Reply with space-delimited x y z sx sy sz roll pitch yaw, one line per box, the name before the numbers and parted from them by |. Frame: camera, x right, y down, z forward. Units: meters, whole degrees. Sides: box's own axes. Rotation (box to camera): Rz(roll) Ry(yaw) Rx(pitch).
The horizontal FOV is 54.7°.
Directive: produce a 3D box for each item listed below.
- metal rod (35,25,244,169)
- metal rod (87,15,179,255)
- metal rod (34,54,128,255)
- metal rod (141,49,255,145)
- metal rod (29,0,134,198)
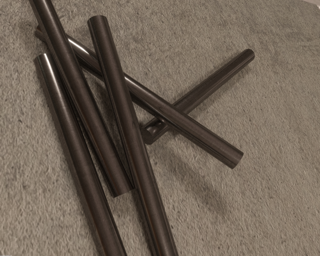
metal rod | -0.028 -0.044 0.391 0.301 0.025 0.025 34 51 4
metal rod | -0.033 0.008 0.351 0.025 0.025 0.299 -10 76 -33
metal rod | -0.082 0.046 0.332 0.025 0.025 0.299 -12 68 -34
metal rod | 0.074 -0.063 0.483 0.025 0.025 0.302 48 51 5
metal rod | -0.103 -0.062 0.364 0.025 0.025 0.299 -19 79 -35
